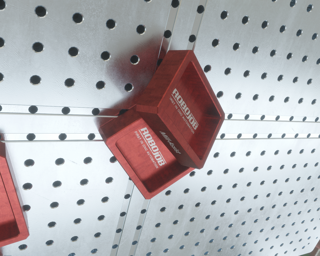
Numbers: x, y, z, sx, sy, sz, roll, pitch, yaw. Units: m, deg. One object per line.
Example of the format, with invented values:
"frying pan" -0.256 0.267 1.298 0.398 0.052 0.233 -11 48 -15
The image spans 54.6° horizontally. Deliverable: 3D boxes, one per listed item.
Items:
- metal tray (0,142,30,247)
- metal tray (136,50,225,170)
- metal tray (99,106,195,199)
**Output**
"metal tray" -0.207 0.084 0.346 0.091 0.030 0.129 -13 124 -21
"metal tray" 0.032 -0.019 0.379 0.130 0.030 0.090 52 58 -44
"metal tray" -0.011 0.029 0.419 0.090 0.030 0.130 -33 129 -7
